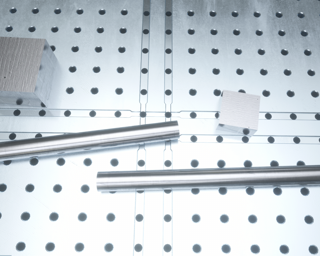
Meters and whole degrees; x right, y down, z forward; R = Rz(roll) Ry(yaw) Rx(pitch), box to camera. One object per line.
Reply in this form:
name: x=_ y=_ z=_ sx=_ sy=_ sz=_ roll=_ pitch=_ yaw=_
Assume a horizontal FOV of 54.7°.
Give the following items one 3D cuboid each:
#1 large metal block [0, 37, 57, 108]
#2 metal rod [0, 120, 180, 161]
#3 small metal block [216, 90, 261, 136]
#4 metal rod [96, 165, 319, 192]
large metal block: x=-0.195 y=-0.076 z=0.424 sx=0.081 sy=0.050 sz=0.080 roll=3 pitch=70 yaw=1
metal rod: x=-0.126 y=0.021 z=0.402 sx=0.302 sy=0.025 sz=0.025 roll=-7 pitch=70 yaw=-3
small metal block: x=0.106 y=-0.020 z=0.421 sx=0.050 sy=0.025 sz=0.050 roll=10 pitch=70 yaw=3
metal rod: x=0.074 y=0.063 z=0.389 sx=0.302 sy=0.025 sz=0.025 roll=-2 pitch=70 yaw=-1
